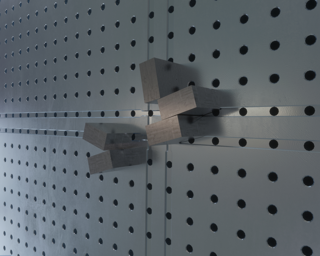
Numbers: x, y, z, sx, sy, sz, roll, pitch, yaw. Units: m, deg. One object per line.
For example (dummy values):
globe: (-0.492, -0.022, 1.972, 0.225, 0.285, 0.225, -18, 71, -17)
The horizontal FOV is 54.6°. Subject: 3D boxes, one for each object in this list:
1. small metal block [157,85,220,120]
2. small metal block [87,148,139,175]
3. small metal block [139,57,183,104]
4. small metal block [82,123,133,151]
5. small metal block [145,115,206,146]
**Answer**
small metal block: (0.034, -0.028, 0.366, 0.050, 0.050, 0.025, -20, 78, 38)
small metal block: (-0.068, 0.048, 0.451, 0.050, 0.050, 0.025, -20, 77, 38)
small metal block: (0.003, -0.057, 0.391, 0.025, 0.050, 0.050, -14, 81, 39)
small metal block: (-0.077, 0.012, 0.458, 0.050, 0.050, 0.025, 23, 104, 38)
small metal block: (0.019, 0.004, 0.378, 0.050, 0.050, 0.025, -18, 79, 39)
